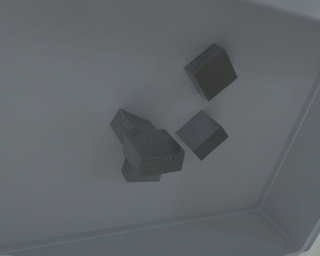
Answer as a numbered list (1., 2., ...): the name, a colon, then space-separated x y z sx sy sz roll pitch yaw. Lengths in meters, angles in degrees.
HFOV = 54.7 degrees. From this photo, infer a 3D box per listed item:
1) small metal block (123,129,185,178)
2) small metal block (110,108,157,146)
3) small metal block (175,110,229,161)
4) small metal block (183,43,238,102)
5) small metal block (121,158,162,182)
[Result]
1. small metal block: -0.008 0.026 0.341 0.050 0.050 0.025 -6 121 -26
2. small metal block: -0.028 0.006 0.382 0.050 0.050 0.025 23 106 -37
3. small metal block: 0.058 0.009 0.432 0.050 0.050 0.025 -41 130 0
4. small metal block: 0.066 -0.072 0.403 0.050 0.025 0.050 -40 130 -2
5. small metal block: -0.020 0.047 0.428 0.050 0.025 0.050 5 116 -31
